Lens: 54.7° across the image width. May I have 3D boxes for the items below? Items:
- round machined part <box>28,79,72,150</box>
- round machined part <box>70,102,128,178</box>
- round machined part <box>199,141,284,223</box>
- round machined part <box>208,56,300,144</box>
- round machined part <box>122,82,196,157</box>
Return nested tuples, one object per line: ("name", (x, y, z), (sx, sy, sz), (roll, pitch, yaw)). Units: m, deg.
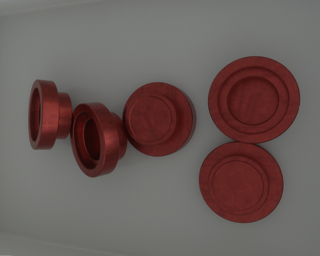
("round machined part", (-0.155, -0.018, 0.440), (0.098, 0.042, 0.097), (-4, 85, 57))
("round machined part", (-0.080, 0.014, 0.415), (0.098, 0.042, 0.097), (13, 107, 49))
("round machined part", (0.094, 0.064, 0.368), (0.098, 0.042, 0.097), (0, 90, 20))
("round machined part", (0.109, -0.031, 0.363), (0.098, 0.042, 0.097), (0, 90, 20))
("round machined part", (-0.006, -0.011, 0.403), (0.098, 0.042, 0.097), (0, 90, 20))
